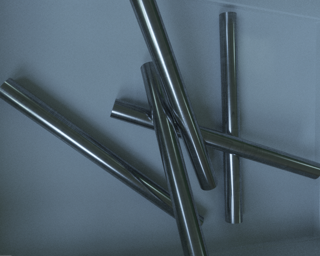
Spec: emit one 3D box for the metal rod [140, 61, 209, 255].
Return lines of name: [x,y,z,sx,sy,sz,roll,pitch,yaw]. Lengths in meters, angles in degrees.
metal rod: [0.020,0.058,0.348,0.025,0.025,0.299,-6,68,-20]

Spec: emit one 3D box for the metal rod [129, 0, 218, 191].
metal rod: [0.015,-0.050,0.352,0.025,0.025,0.299,-31,117,-17]

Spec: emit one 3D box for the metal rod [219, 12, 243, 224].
metal rod: [0.103,-0.014,0.448,0.025,0.025,0.298,-2,91,-20]

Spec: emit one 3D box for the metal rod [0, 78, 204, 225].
metal rod: [-0.061,0.043,0.387,0.301,0.025,0.025,38,78,-16]

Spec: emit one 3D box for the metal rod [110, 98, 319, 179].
metal rod: [0.082,0.018,0.417,0.302,0.025,0.025,17,84,-11]
